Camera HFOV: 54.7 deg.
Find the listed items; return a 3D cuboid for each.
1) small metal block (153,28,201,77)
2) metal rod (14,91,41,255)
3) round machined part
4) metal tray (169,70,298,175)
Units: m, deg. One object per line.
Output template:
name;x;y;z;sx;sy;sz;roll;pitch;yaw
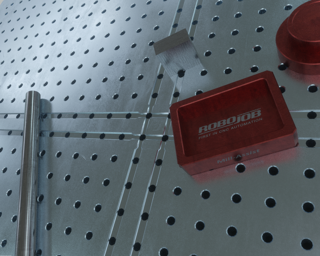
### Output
small metal block;0.025;-0.106;0.443;0.050;0.050;0.025;-22;54;14
metal rod;-0.200;0.058;0.474;0.025;0.025;0.299;-24;53;13
round machined part;0.189;-0.115;0.368;0.098;0.042;0.098;-13;56;20
metal tray;0.081;-0.006;0.365;0.130;0.030;0.090;-18;55;17
